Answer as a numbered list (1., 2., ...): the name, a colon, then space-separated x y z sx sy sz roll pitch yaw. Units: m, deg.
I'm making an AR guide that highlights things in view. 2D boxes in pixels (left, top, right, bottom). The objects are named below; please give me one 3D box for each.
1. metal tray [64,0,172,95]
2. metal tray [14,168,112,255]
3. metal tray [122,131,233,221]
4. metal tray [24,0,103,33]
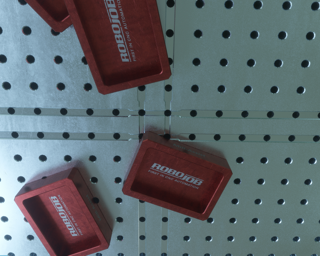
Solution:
1. metal tray: -0.044 -0.108 0.348 0.091 0.030 0.129 -14 126 0
2. metal tray: -0.139 0.132 0.457 0.090 0.030 0.129 -20 109 7
3. metal tray: 0.023 0.069 0.436 0.131 0.030 0.089 21 109 -8
4. metal tray: -0.118 -0.177 0.318 0.090 0.030 0.130 -34 130 11
